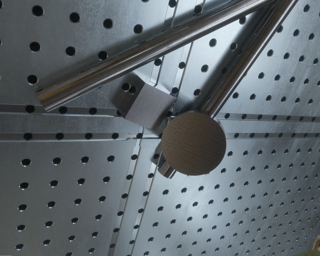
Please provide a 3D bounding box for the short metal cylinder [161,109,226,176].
[{"bbox_3d":[0.045,0.017,0.406,0.080,0.050,0.079,1,98,10],"label":"short metal cylinder"}]

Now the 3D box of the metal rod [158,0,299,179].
[{"bbox_3d":[0.089,-0.054,0.428,0.025,0.025,0.299,25,105,-37],"label":"metal rod"}]

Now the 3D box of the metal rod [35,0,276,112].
[{"bbox_3d":[0.006,-0.098,0.355,0.302,0.025,0.025,-28,128,-11],"label":"metal rod"}]

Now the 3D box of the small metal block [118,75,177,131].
[{"bbox_3d":[-0.016,-0.030,0.385,0.050,0.025,0.050,22,107,-37],"label":"small metal block"}]
